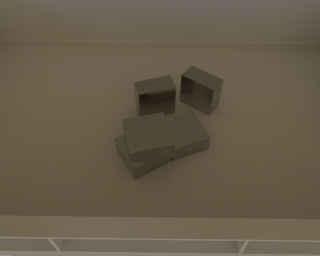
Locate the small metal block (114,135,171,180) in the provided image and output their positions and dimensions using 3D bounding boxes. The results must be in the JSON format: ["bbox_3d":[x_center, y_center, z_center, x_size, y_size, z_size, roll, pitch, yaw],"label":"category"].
[{"bbox_3d":[-0.021,0.028,0.382,0.050,0.025,0.050,-24,54,-19],"label":"small metal block"}]

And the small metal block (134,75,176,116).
[{"bbox_3d":[-0.007,-0.041,0.423,0.050,0.050,0.025,-13,52,-11],"label":"small metal block"}]

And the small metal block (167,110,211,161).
[{"bbox_3d":[0.029,0.009,0.398,0.050,0.025,0.050,-17,52,-14],"label":"small metal block"}]

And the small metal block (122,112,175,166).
[{"bbox_3d":[-0.014,0.012,0.362,0.050,0.025,0.050,-11,51,-9],"label":"small metal block"}]

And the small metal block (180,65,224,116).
[{"bbox_3d":[0.057,-0.052,0.433,0.050,0.050,0.025,30,56,22],"label":"small metal block"}]
